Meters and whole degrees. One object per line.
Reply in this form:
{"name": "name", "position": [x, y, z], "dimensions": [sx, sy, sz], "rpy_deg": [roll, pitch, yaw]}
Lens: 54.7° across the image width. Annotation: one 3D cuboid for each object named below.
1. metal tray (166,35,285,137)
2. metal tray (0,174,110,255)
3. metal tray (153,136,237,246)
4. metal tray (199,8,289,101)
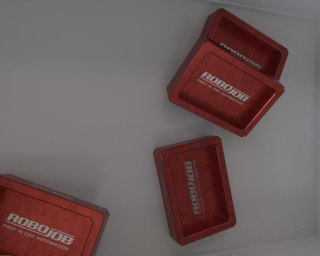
{"name": "metal tray", "position": [0.086, -0.051, 0.414], "dimensions": [0.131, 0.030, 0.089], "rpy_deg": [25, 117, -19]}
{"name": "metal tray", "position": [-0.132, 0.112, 0.333], "dimensions": [0.131, 0.030, 0.090], "rpy_deg": [19, 82, 4]}
{"name": "metal tray", "position": [0.049, 0.082, 0.425], "dimensions": [0.091, 0.030, 0.129], "rpy_deg": [-13, 95, -20]}
{"name": "metal tray", "position": [0.116, -0.100, 0.450], "dimensions": [0.131, 0.030, 0.090], "rpy_deg": [24, 82, -19]}
